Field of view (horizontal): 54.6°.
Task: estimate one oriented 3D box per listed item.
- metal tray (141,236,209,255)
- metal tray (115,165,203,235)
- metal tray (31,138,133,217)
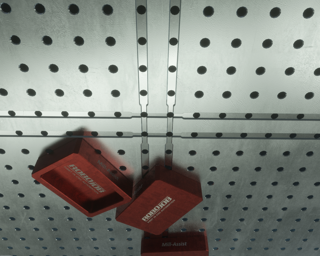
[{"bbox_3d":[0.031,0.259,0.628,0.131,0.030,0.090,-4,130,3],"label":"metal tray"},{"bbox_3d":[-0.004,0.123,0.513,0.090,0.030,0.129,27,125,-22],"label":"metal tray"},{"bbox_3d":[-0.115,0.081,0.475,0.090,0.030,0.130,-26,126,20],"label":"metal tray"}]
